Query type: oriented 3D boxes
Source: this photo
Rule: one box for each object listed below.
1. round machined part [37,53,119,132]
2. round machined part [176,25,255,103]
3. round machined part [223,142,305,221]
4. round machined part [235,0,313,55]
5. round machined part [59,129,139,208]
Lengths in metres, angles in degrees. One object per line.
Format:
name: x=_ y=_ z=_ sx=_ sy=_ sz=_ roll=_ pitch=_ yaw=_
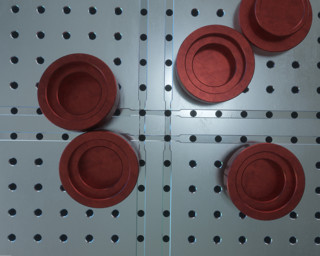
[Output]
round machined part: x=-0.101 y=-0.042 z=0.399 sx=0.099 sy=0.042 sz=0.097 roll=0 pitch=81 yaw=2
round machined part: x=0.069 y=-0.080 z=0.406 sx=0.099 sy=0.042 sz=0.097 roll=0 pitch=90 yaw=-1
round machined part: x=0.132 y=0.067 z=0.407 sx=0.099 sy=0.042 sz=0.097 roll=0 pitch=90 yaw=-1
round machined part: x=0.153 y=-0.149 z=0.407 sx=0.099 sy=0.042 sz=0.097 roll=0 pitch=90 yaw=-1
round machined part: x=-0.076 y=0.050 z=0.402 sx=0.099 sy=0.042 sz=0.097 roll=0 pitch=94 yaw=-1
